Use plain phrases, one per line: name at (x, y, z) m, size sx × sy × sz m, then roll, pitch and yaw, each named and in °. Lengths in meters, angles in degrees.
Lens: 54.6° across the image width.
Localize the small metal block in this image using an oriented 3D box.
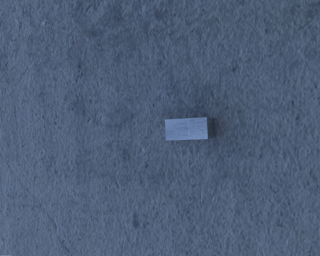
small metal block at (0.039, 0.001, 0.382) m, size 0.050 × 0.050 × 0.025 m, roll -3°, pitch 89°, yaw 20°
